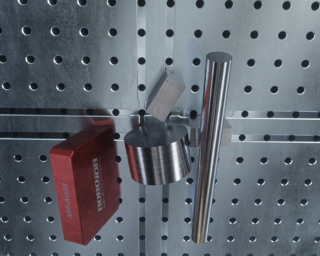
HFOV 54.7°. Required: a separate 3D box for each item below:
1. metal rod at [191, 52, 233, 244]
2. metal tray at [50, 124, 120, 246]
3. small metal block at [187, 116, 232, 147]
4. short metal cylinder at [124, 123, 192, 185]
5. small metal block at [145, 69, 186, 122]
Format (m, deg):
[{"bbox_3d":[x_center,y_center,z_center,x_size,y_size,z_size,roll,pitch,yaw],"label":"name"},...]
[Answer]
[{"bbox_3d":[0.059,0.050,0.387,0.025,0.025,0.298,-1,128,0],"label":"metal rod"},{"bbox_3d":[-0.092,0.070,0.401,0.030,0.090,0.129,6,112,21],"label":"metal tray"},{"bbox_3d":[0.062,0.003,0.402,0.050,0.050,0.025,0,110,-1],"label":"small metal block"},{"bbox_3d":[-0.002,0.030,0.395,0.080,0.080,0.050,-7,110,2],"label":"short metal cylinder"},{"bbox_3d":[0.006,-0.042,0.385,0.025,0.050,0.050,29,107,-11],"label":"small metal block"}]
